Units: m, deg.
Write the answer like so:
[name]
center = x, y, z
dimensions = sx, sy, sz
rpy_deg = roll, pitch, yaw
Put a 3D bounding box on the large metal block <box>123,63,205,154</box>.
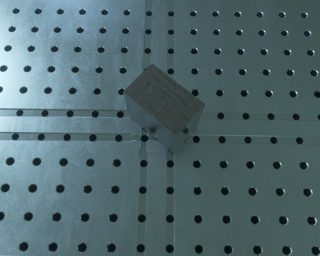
[large metal block]
center = 0.004, -0.021, 0.390
dimensions = 0.080, 0.080, 0.050
rpy_deg = 40, 75, 13
